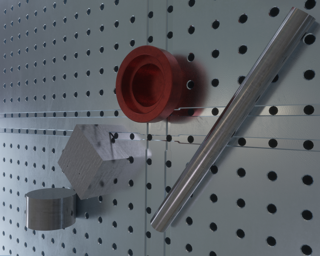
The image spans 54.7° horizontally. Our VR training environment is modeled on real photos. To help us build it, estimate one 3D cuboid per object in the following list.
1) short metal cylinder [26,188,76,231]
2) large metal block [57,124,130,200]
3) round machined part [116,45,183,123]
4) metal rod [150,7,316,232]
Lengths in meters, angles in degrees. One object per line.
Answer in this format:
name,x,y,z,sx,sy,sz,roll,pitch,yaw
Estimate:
short metal cylinder,-0.184,0.135,0.526,0.080,0.081,0.050,3,92,40
large metal block,-0.105,0.050,0.480,0.080,0.050,0.080,47,118,29
round machined part,-0.010,-0.055,0.406,0.098,0.042,0.097,0,90,40
metal rod,0.068,0.009,0.353,0.025,0.025,0.298,45,117,31
